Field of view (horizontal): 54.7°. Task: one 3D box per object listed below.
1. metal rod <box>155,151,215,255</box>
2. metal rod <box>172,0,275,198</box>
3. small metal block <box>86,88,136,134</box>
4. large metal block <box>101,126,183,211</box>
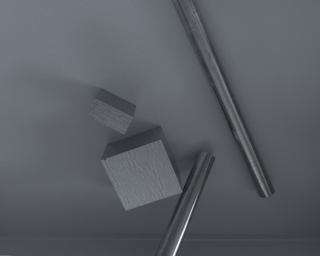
[{"bbox_3d":[0.004,0.165,0.379,0.025,0.025,0.300,30,70,-11],"label":"metal rod"},{"bbox_3d":[0.087,-0.033,0.400,0.025,0.025,0.299,-25,109,8],"label":"metal rod"},{"bbox_3d":[-0.059,-0.022,0.389,0.050,0.050,0.025,27,108,-10],"label":"small metal block"},{"bbox_3d":[-0.022,0.053,0.417,0.080,0.050,0.080,-20,109,6],"label":"large metal block"}]
